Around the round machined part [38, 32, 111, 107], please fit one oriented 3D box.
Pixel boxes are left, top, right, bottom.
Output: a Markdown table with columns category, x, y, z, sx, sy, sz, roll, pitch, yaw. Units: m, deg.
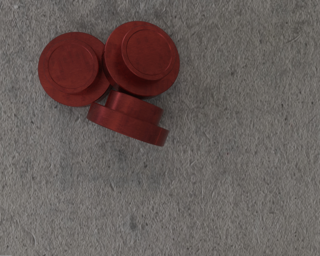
| category | x | y | z | sx | sy | sz | roll | pitch | yaw |
| --- | --- | --- | --- | --- | --- | --- | --- | --- | --- |
| round machined part | -0.109 | -0.076 | 0.400 | 0.099 | 0.042 | 0.097 | 0 | 90 | 0 |

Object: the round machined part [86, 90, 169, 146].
| category | x | y | z | sx | sy | sz | roll | pitch | yaw |
| --- | --- | --- | --- | --- | --- | --- | --- | --- | --- |
| round machined part | -0.034 | -0.014 | 0.373 | 0.098 | 0.098 | 0.042 | 21 | 90 | 0 |

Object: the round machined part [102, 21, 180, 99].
| category | x | y | z | sx | sy | sz | roll | pitch | yaw |
| --- | --- | --- | --- | --- | --- | --- | --- | --- | --- |
| round machined part | -0.020 | -0.087 | 0.384 | 0.099 | 0.042 | 0.097 | 3 | 81 | -21 |
